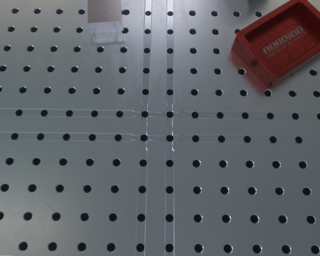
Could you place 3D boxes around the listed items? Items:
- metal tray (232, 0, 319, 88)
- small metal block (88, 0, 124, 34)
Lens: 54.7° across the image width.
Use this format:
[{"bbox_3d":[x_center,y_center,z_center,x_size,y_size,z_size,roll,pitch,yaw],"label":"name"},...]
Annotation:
[{"bbox_3d":[0.185,-0.129,0.457,0.131,0.030,0.090,-33,74,-12],"label":"metal tray"},{"bbox_3d":[-0.083,-0.175,0.475,0.050,0.025,0.050,-4,70,-2],"label":"small metal block"}]
